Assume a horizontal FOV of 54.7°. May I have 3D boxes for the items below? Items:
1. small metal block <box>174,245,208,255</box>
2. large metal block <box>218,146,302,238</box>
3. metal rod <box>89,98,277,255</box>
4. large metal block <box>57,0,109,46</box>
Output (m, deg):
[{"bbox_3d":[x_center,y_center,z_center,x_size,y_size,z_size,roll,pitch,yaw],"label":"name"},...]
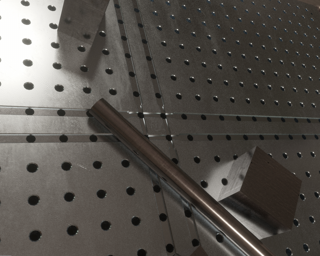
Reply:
[{"bbox_3d":[0.036,0.154,0.319,0.025,0.050,0.050,-30,79,-38],"label":"small metal block"},{"bbox_3d":[0.134,0.085,0.415,0.080,0.050,0.080,38,51,-3],"label":"large metal block"},{"bbox_3d":[0.032,0.073,0.382,0.300,0.025,0.025,42,51,0],"label":"metal rod"},{"bbox_3d":[-0.098,-0.178,0.430,0.050,0.080,0.080,21,54,-16],"label":"large metal block"}]
